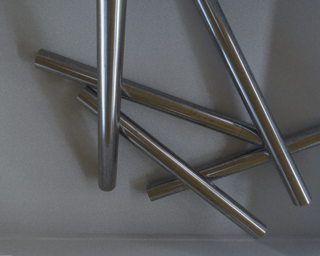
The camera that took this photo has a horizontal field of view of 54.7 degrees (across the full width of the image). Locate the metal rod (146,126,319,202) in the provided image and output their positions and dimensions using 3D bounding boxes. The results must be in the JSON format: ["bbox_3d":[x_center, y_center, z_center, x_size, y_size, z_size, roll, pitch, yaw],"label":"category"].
[{"bbox_3d":[0.126,0.043,0.428,0.301,0.025,0.025,-20,109,6],"label":"metal rod"}]

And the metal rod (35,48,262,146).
[{"bbox_3d":[-0.006,-0.036,0.397,0.302,0.025,0.025,19,109,-8],"label":"metal rod"}]

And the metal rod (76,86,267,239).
[{"bbox_3d":[0.019,0.048,0.408,0.301,0.025,0.025,38,106,-5],"label":"metal rod"}]

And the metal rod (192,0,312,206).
[{"bbox_3d":[0.118,-0.031,0.383,0.025,0.025,0.299,-28,102,9],"label":"metal rod"}]

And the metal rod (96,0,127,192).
[{"bbox_3d":[-0.055,-0.024,0.338,0.025,0.025,0.298,8,134,-3],"label":"metal rod"}]
